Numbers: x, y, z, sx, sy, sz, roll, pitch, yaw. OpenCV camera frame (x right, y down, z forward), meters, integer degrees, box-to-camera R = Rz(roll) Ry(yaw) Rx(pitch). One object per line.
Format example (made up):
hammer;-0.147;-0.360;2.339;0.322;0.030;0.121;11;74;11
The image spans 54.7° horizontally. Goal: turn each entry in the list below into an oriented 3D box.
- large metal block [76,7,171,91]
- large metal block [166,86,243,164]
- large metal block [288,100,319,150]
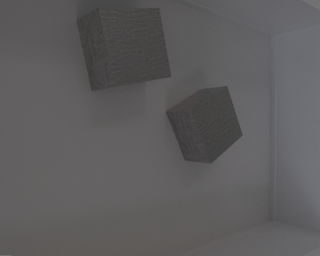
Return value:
large metal block;-0.040;-0.090;0.357;0.081;0.050;0.079;-18;101;-39
large metal block;0.066;-0.006;0.445;0.081;0.050;0.080;-34;111;-35
large metal block;0.327;-0.008;0.667;0.081;0.050;0.080;-33;111;-35
